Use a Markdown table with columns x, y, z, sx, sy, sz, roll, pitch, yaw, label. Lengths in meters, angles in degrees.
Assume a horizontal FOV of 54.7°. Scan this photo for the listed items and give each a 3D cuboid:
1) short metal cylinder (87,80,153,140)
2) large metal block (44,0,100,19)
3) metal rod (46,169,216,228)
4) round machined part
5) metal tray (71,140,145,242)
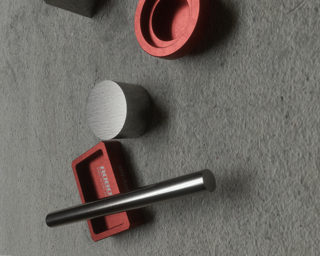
| x | y | z | sx | sy | sz | roll | pitch | yaw | label |
| --- | --- | --- | --- | --- | --- | --- | --- | --- | --- |
| -0.057 | -0.024 | 0.433 | 0.080 | 0.050 | 0.079 | 0 | 90 | 39 | short metal cylinder |
| -0.149 | -0.227 | 0.489 | 0.080 | 0.081 | 0.050 | 51 | 120 | 27 | large metal block |
| -0.061 | 0.102 | 0.412 | 0.299 | 0.025 | 0.025 | -23 | 76 | 36 | metal rod |
| 0.019 | -0.132 | 0.377 | 0.098 | 0.042 | 0.097 | 0 | 90 | 39 | round machined part |
| -0.081 | 0.094 | 0.466 | 0.090 | 0.030 | 0.130 | -32 | 70 | 35 | metal tray |
